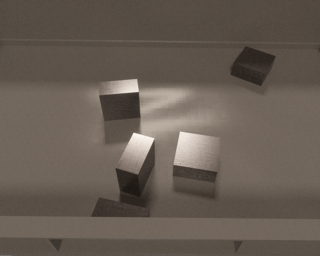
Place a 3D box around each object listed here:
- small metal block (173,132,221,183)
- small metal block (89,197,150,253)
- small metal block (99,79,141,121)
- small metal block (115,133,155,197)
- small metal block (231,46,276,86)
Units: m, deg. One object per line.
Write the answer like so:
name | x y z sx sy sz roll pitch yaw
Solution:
small metal block | 0.045 0.035 0.376 0.050 0.025 0.050 9 50 7
small metal block | -0.038 0.097 0.307 0.050 0.050 0.025 11 51 9
small metal block | -0.054 -0.037 0.419 0.050 0.050 0.025 -6 51 -5
small metal block | -0.026 0.042 0.353 0.025 0.050 0.050 15 52 12
small metal block | 0.148 -0.099 0.490 0.050 0.025 0.050 25 54 19
